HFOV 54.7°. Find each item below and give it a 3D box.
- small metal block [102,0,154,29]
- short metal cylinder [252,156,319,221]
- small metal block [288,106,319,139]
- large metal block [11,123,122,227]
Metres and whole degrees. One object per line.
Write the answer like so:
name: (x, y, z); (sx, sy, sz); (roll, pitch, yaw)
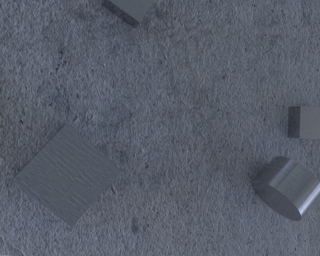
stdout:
small metal block: (-0.037, -0.165, 0.395); (0.050, 0.025, 0.050); (32, 80, -17)
short metal cylinder: (0.182, 0.087, 0.447); (0.050, 0.080, 0.080); (-44, 104, -15)
small metal block: (0.234, -0.008, 0.495); (0.050, 0.025, 0.050); (2, 89, -20)
large metal block: (-0.106, 0.051, 0.357); (0.080, 0.050, 0.080); (44, 76, -15)
